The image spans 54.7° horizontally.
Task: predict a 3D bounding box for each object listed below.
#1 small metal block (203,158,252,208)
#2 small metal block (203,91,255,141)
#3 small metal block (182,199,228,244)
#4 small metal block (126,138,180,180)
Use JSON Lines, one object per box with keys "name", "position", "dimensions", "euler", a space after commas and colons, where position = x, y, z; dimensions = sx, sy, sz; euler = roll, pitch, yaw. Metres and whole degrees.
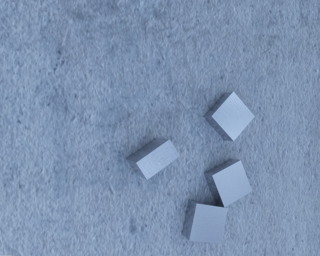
{"name": "small metal block", "position": [0.098, 0.078, 0.447], "dimensions": [0.050, 0.025, 0.050], "euler": [-24, 98, -19]}
{"name": "small metal block", "position": [0.100, -0.016, 0.447], "dimensions": [0.050, 0.025, 0.050], "euler": [47, 75, -15]}
{"name": "small metal block", "position": [0.063, 0.131, 0.434], "dimensions": [0.050, 0.025, 0.050], "euler": [13, 86, -20]}
{"name": "small metal block", "position": [-0.010, 0.037, 0.393], "dimensions": [0.050, 0.050, 0.025], "euler": [-34, 102, -17]}
